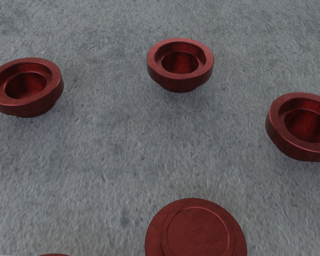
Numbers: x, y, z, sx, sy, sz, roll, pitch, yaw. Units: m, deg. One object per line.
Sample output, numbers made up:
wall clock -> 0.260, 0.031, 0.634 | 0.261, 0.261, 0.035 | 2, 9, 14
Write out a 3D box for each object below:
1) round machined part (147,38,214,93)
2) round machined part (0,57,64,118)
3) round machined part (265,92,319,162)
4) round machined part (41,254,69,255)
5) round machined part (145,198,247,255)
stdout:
round machined part -> 0.030, -0.091, 0.469 | 0.099, 0.042, 0.098 | 0, 50, 0
round machined part -> -0.185, -0.052, 0.434 | 0.099, 0.042, 0.098 | 0, 50, 0
round machined part -> 0.183, 0.003, 0.392 | 0.099, 0.042, 0.098 | 0, 50, 0
round machined part -> -0.093, 0.161, 0.256 | 0.099, 0.042, 0.098 | 0, 50, 0
round machined part -> 0.035, 0.111, 0.299 | 0.099, 0.042, 0.098 | 0, 50, 0
